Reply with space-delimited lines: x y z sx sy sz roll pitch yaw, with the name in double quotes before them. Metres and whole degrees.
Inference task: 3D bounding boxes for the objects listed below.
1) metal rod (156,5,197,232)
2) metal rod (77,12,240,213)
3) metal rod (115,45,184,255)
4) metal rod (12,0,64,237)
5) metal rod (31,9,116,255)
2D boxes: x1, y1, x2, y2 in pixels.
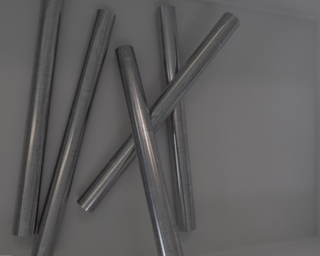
"metal rod" 0.023 -0.011 0.418 0.025 0.025 0.298 -7 92 -20
"metal rod" 0.001 -0.022 0.388 0.025 0.025 0.300 39 86 -16
"metal rod" -0.011 0.038 0.345 0.025 0.025 0.299 -7 69 -20
"metal rod" -0.139 -0.029 0.359 0.025 0.025 0.298 7 88 -20
"metal rod" -0.102 0.003 0.372 0.025 0.025 0.299 15 85 -20
